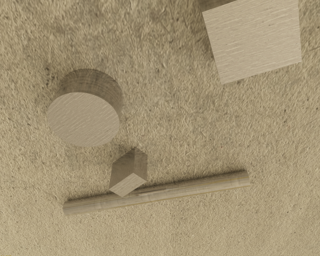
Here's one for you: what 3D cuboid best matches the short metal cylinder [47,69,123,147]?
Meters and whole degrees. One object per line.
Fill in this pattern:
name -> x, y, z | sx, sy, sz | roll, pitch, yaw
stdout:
short metal cylinder -> -0.086, -0.023, 0.370 | 0.081, 0.050, 0.079 | 0, 130, 0

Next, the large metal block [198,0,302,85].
large metal block -> 0.088, -0.100, 0.307 | 0.080, 0.050, 0.080 | -15, 129, 12

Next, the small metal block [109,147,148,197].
small metal block -> -0.045, 0.063, 0.444 | 0.050, 0.050, 0.025 | -36, 122, 26

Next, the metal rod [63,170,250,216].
metal rod -> -0.010, 0.106, 0.497 | 0.301, 0.025, 0.025 | -11, 129, 9
